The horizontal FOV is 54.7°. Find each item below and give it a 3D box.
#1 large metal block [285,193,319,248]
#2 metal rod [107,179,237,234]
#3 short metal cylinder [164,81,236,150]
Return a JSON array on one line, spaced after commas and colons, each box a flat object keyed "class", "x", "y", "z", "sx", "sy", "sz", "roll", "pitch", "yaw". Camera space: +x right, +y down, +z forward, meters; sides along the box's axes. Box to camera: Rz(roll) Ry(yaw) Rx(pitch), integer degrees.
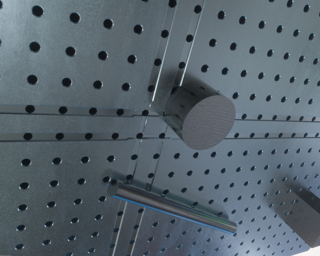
[{"class": "large metal block", "x": 0.341, "y": 0.205, "z": 0.694, "sx": 0.050, "sy": 0.080, "sz": 0.079, "roll": -2, "pitch": 119, "yaw": -28}, {"class": "metal rod", "x": 0.038, "y": 0.140, "z": 0.521, "sx": 0.301, "sy": 0.025, "sz": 0.025, "roll": 29, "pitch": 102, "yaw": -38}, {"class": "short metal cylinder", "x": 0.053, "y": -0.017, "z": 0.415, "sx": 0.081, "sy": 0.050, "sz": 0.079, "roll": -14, "pitch": 125, "yaw": -21}]
